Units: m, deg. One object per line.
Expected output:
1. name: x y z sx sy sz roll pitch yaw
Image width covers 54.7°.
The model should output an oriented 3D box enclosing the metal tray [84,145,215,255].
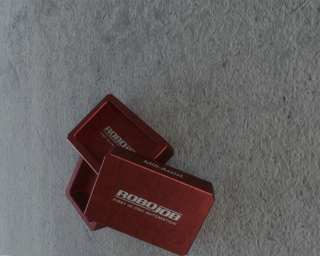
1. metal tray: -0.013 0.086 0.365 0.131 0.030 0.089 22 108 -1

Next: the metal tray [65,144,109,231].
1. metal tray: -0.093 0.080 0.478 0.090 0.030 0.129 41 115 32

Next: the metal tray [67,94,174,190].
1. metal tray: -0.056 0.022 0.420 0.090 0.030 0.130 -47 58 -5
